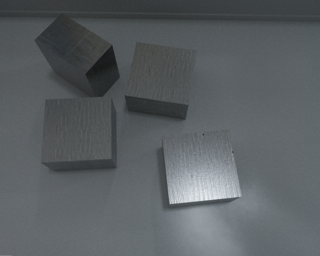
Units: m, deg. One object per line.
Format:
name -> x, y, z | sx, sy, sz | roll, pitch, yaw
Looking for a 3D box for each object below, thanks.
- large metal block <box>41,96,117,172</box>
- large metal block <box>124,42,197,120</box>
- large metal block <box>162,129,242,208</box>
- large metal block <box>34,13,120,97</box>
large metal block -> -0.098, 0.009, 0.392 | 0.081, 0.050, 0.080 | -3, 70, -2
large metal block -> 0.002, -0.063, 0.419 | 0.080, 0.050, 0.080 | 9, 70, 3
large metal block -> 0.046, 0.051, 0.378 | 0.081, 0.050, 0.080 | -5, 70, -2
large metal block -> -0.105, -0.090, 0.412 | 0.080, 0.080, 0.050 | 34, 74, 11
